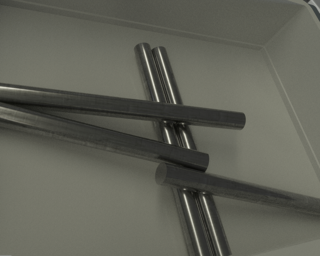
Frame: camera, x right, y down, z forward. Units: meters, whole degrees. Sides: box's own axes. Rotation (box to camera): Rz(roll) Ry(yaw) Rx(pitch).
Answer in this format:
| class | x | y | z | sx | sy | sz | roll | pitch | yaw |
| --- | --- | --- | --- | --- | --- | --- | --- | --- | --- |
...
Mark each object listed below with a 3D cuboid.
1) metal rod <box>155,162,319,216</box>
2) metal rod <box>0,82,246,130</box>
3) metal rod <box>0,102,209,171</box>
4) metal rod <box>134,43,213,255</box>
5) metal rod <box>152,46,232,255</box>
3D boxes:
| class | x | y | z | sx | sy | sz | roll | pitch | yaw |
| --- | --- | --- | --- | --- | --- | --- | --- | --- | --- |
| metal rod | 0.131 | 0.086 | 0.402 | 0.302 | 0.025 | 0.025 | 16 | 55 | -26 |
| metal rod | -0.034 | -0.023 | 0.376 | 0.302 | 0.025 | 0.025 | 6 | 59 | -18 |
| metal rod | -0.088 | 0.006 | 0.338 | 0.302 | 0.025 | 0.025 | 15 | 56 | -14 |
| metal rod | 0.010 | 0.013 | 0.401 | 0.025 | 0.025 | 0.299 | -1 | 62 | -29 |
| metal rod | 0.034 | 0.015 | 0.412 | 0.025 | 0.025 | 0.299 | -1 | 62 | -29 |
